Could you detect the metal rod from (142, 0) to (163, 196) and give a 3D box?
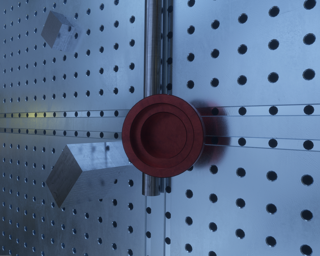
[{"bbox_3d":[-0.010,-0.060,0.417,0.025,0.025,0.298,1,91,40],"label":"metal rod"}]

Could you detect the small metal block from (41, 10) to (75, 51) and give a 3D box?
[{"bbox_3d":[-0.187,-0.176,0.564,0.050,0.025,0.050,48,118,29],"label":"small metal block"}]

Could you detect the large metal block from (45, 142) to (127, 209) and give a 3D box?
[{"bbox_3d":[-0.110,0.068,0.465,0.050,0.081,0.080,51,120,28],"label":"large metal block"}]

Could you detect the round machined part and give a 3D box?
[{"bbox_3d":[0.007,0.009,0.377,0.098,0.042,0.097,0,91,15],"label":"round machined part"}]
